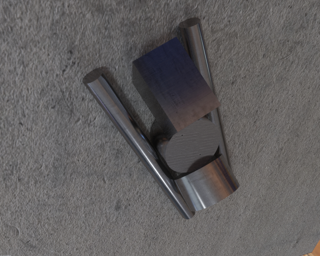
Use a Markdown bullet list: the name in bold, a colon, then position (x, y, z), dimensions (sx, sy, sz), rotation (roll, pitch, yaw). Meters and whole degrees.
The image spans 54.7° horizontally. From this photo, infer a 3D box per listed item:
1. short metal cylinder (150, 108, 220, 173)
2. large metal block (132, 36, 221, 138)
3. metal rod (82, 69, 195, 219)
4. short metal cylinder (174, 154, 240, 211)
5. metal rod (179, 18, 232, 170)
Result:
- **short metal cylinder**: position (0.033, 0.013, 0.418), dimensions (0.081, 0.050, 0.079), rotation (-14, 124, -21)
- **large metal block**: position (0.013, -0.038, 0.336), dimensions (0.050, 0.080, 0.080), rotation (-32, 87, -8)
- **metal rod**: position (-0.012, 0.043, 0.428), dimensions (0.025, 0.025, 0.299), rotation (-35, 129, -5)
- **short metal cylinder**: position (0.067, 0.078, 0.450), dimensions (0.080, 0.080, 0.050), rotation (-28, 86, -11)
- **metal rod**: position (0.076, -0.009, 0.443), dimensions (0.025, 0.025, 0.299), rotation (-29, 128, -10)
